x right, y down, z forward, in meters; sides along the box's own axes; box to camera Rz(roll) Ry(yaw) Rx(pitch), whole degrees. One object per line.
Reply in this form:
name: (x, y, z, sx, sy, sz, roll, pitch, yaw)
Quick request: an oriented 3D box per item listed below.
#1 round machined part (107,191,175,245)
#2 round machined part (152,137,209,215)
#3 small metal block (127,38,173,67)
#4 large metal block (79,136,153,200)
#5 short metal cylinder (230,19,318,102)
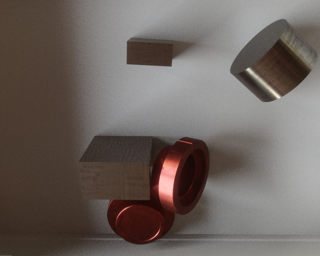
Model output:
round machined part: (-0.028, 0.128, 0.449, 0.099, 0.042, 0.097, 0, 110, -1)
round machined part: (0.025, 0.059, 0.404, 0.042, 0.099, 0.097, 12, 114, 31)
small metal block: (-0.012, -0.090, 0.365, 0.050, 0.050, 0.025, 3, 110, -2)
large metal block: (-0.051, 0.048, 0.398, 0.081, 0.080, 0.050, 0, 110, 1)
short metal cylinder: (0.128, -0.076, 0.356, 0.050, 0.080, 0.080, 39, 105, -13)
